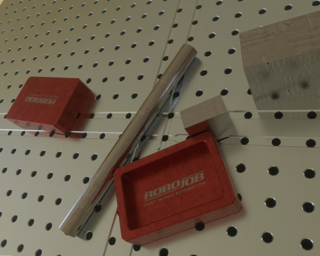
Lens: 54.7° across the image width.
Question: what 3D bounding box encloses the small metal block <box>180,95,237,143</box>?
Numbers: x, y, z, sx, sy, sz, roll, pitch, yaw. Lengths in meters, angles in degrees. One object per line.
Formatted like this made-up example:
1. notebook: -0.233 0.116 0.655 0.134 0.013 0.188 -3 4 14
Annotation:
1. small metal block: 0.058 -0.007 0.365 0.050 0.050 0.025 -23 54 14

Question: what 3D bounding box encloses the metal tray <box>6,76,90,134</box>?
1. metal tray: -0.193 -0.042 0.529 0.130 0.030 0.090 7 65 31

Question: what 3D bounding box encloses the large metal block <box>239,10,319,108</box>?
1. large metal block: 0.139 -0.071 0.343 0.080 0.080 0.050 -11 57 22

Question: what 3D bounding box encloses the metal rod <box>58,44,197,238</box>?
1. metal rod: -0.036 0.008 0.420 0.025 0.025 0.300 24 74 36

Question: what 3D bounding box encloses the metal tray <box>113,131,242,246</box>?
1. metal tray: 0.015 0.069 0.353 0.130 0.030 0.090 -24 53 13
